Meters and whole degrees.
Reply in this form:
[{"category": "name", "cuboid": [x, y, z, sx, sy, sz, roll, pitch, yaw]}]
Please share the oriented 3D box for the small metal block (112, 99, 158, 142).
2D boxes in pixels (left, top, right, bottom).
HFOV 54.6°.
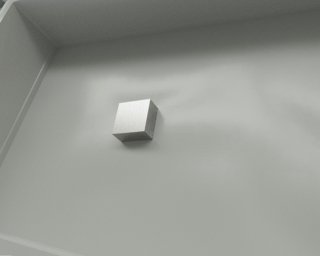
[{"category": "small metal block", "cuboid": [-0.034, -0.010, 0.431, 0.050, 0.025, 0.050, -5, 59, 25]}]
